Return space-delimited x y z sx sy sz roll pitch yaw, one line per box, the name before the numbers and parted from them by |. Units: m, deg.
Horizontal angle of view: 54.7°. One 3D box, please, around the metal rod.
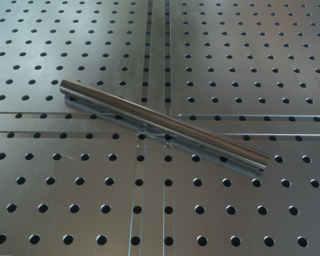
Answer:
metal rod | -0.006 -0.010 0.416 0.301 0.025 0.025 21 53 16
